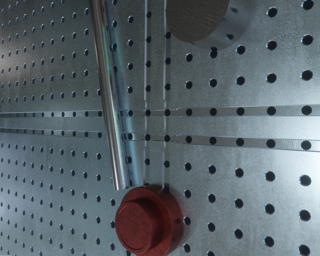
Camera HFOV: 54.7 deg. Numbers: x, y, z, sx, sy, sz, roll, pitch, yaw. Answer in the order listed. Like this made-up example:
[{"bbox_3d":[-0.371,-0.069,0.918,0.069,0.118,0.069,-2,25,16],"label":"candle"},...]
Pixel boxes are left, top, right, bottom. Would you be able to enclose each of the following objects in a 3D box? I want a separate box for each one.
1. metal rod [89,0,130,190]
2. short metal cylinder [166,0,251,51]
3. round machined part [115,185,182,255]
[{"bbox_3d":[-0.078,-0.057,0.470,0.025,0.025,0.298,-14,81,39],"label":"metal rod"},{"bbox_3d":[0.054,-0.131,0.348,0.080,0.050,0.079,0,90,39],"label":"short metal cylinder"},{"bbox_3d":[-0.023,0.128,0.415,0.098,0.042,0.097,0,90,39],"label":"round machined part"}]
